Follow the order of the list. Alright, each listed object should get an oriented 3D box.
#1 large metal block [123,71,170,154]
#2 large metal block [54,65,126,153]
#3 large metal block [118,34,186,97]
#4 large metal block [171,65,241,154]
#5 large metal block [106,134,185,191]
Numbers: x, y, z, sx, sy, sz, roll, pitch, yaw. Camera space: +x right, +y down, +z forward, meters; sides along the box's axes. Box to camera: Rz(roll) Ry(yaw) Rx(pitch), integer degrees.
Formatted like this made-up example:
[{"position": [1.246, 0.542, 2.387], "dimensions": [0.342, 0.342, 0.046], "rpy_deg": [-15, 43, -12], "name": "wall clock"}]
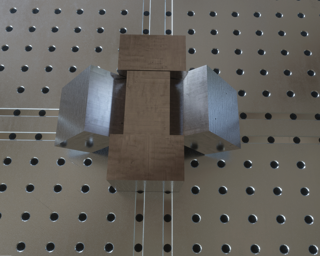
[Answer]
[{"position": [-0.014, -0.016, 0.387], "dimensions": [0.050, 0.080, 0.080], "rpy_deg": [1, 70, 0], "name": "large metal block"}, {"position": [-0.085, -0.019, 0.382], "dimensions": [0.050, 0.080, 0.080], "rpy_deg": [16, 66, -37], "name": "large metal block"}, {"position": [-0.009, -0.078, 0.410], "dimensions": [0.081, 0.080, 0.050], "rpy_deg": [1, 70, 0], "name": "large metal block"}, {"position": [0.057, -0.018, 0.381], "dimensions": [0.050, 0.080, 0.080], "rpy_deg": [-14, 65, 35], "name": "large metal block"}, {"position": [-0.015, 0.044, 0.365], "dimensions": [0.081, 0.080, 0.050], "rpy_deg": [1, 70, 0], "name": "large metal block"}]
